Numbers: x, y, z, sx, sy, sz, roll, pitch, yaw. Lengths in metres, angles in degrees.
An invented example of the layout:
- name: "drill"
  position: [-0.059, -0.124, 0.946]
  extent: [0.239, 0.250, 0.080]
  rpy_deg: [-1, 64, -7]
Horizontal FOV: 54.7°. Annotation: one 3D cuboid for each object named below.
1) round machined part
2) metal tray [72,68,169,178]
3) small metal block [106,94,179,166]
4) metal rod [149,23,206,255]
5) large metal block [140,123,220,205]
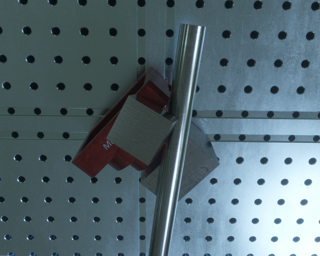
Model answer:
- name: "round machined part"
  position: [-0.022, 0.014, 0.384]
  extent: [0.042, 0.098, 0.098]
  rpy_deg: [41, 105, -14]
- name: "metal tray"
  position: [-0.045, -0.010, 0.374]
  extent: [0.030, 0.090, 0.130]
  rpy_deg: [42, 105, -14]
- name: "small metal block"
  position: [-0.017, 0.001, 0.309]
  extent: [0.050, 0.025, 0.050]
  rpy_deg: [32, 106, 8]
- name: "metal rod"
  position: [0.013, 0.041, 0.343]
  extent: [0.025, 0.025, 0.298]
  rpy_deg: [6, 110, -3]
- name: "large metal block"
  position: [0.023, 0.039, 0.396]
  extent: [0.050, 0.080, 0.080]
  rpy_deg: [41, 105, -14]
